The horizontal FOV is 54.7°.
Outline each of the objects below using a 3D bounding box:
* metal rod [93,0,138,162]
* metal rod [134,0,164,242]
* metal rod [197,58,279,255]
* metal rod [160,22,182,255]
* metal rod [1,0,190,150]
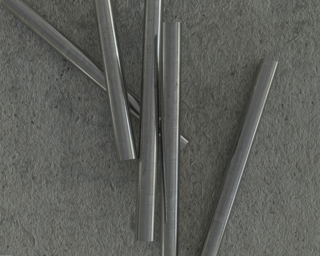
[{"bbox_3d":[-0.064,-0.107,0.390,0.025,0.025,0.298,-10,83,0],"label":"metal rod"},{"bbox_3d":[-0.013,-0.017,0.384,0.025,0.025,0.298,2,84,0],"label":"metal rod"},{"bbox_3d":[0.100,0.054,0.410,0.025,0.025,0.298,18,90,0],"label":"metal rod"},{"bbox_3d":[0.013,0.025,0.385,0.025,0.025,0.298,0,100,0],"label":"metal rod"},{"bbox_3d":[-0.084,-0.072,0.409,0.300,0.025,0.025,40,90,0],"label":"metal rod"}]
